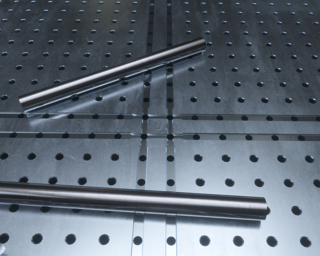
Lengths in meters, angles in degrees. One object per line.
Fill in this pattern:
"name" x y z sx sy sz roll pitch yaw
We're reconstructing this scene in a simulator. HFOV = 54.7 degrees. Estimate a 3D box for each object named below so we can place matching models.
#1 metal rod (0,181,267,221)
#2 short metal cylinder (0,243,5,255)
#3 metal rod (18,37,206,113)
"metal rod" -0.039 0.079 0.340 0.302 0.025 0.025 3 50 2
"short metal cylinder" -0.190 0.114 0.275 0.080 0.080 0.050 15 52 12
"metal rod" -0.061 -0.088 0.480 0.302 0.025 0.025 -22 54 -18
